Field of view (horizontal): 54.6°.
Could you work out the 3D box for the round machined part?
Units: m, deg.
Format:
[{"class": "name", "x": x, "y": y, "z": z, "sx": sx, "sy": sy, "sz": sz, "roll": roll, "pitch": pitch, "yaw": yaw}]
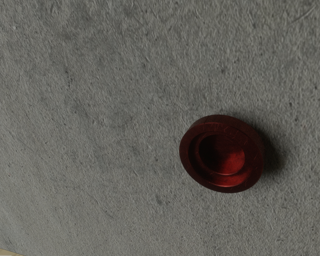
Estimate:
[{"class": "round machined part", "x": 0.076, "y": 0.027, "z": 0.372, "sx": 0.098, "sy": 0.042, "sz": 0.097, "roll": 13, "pitch": 124, "yaw": 21}]
